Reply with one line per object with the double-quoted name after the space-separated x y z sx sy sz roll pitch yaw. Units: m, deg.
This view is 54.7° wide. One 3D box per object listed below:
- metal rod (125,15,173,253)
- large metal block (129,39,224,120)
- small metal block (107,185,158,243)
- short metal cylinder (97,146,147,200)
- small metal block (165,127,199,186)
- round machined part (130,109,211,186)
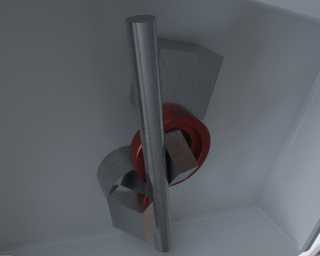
-0.005 0.034 0.336 0.025 0.025 0.298 -18 126 -19 "metal rod"
0.017 -0.057 0.365 0.081 0.050 0.079 0 119 -29 "large metal block"
-0.032 0.102 0.370 0.025 0.050 0.050 -44 139 -44 "small metal block"
-0.038 0.071 0.416 0.081 0.050 0.079 -14 125 -21 "short metal cylinder"
0.015 0.034 0.359 0.025 0.050 0.050 -19 161 -22 "small metal block"
0.009 0.021 0.377 0.099 0.042 0.097 -14 125 -21 "round machined part"
